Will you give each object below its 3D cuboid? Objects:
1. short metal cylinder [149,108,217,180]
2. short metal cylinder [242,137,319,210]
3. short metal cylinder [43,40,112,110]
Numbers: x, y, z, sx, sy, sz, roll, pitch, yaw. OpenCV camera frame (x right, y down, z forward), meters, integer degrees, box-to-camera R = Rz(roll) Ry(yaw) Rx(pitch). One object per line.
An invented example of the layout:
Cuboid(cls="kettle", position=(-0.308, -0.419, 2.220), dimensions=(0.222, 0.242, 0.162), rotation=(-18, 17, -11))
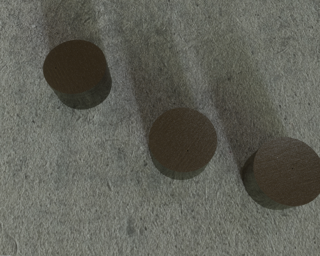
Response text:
Cuboid(cls="short metal cylinder", position=(0.027, 0.021, 0.387), dimensions=(0.081, 0.050, 0.080), rotation=(0, 70, 0))
Cuboid(cls="short metal cylinder", position=(0.146, 0.056, 0.375), dimensions=(0.081, 0.050, 0.080), rotation=(0, 70, 0))
Cuboid(cls="short metal cylinder", position=(-0.109, -0.071, 0.420), dimensions=(0.081, 0.050, 0.080), rotation=(0, 70, 0))
